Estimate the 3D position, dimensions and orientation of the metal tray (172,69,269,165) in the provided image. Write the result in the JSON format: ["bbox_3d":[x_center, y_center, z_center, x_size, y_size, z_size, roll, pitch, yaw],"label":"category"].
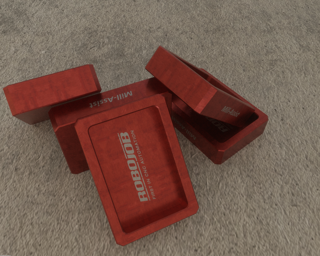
[{"bbox_3d":[0.066,-0.022,0.420,0.091,0.030,0.130,-31,57,-24],"label":"metal tray"}]

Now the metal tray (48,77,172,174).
[{"bbox_3d":[-0.052,-0.002,0.363,0.131,0.089,0.030,-20,53,-16],"label":"metal tray"}]

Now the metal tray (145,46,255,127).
[{"bbox_3d":[0.053,-0.046,0.371,0.090,0.030,0.131,45,18,30],"label":"metal tray"}]

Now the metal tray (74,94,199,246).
[{"bbox_3d":[-0.022,0.040,0.314,0.091,0.030,0.129,-20,98,-16],"label":"metal tray"}]

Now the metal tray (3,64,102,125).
[{"bbox_3d":[-0.123,-0.036,0.372,0.091,0.130,0.030,-19,92,-16],"label":"metal tray"}]
